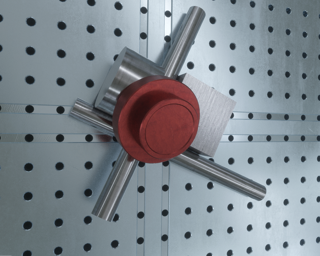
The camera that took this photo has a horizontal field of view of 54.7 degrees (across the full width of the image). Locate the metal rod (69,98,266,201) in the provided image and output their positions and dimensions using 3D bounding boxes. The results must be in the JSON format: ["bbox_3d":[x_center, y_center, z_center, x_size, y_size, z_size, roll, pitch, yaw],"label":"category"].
[{"bbox_3d":[0.024,0.037,0.422,0.302,0.025,0.025,26,81,-19],"label":"metal rod"}]

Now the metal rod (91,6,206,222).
[{"bbox_3d":[-0.007,-0.030,0.390,0.025,0.025,0.300,30,73,-18],"label":"metal rod"}]

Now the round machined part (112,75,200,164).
[{"bbox_3d":[0.002,-0.005,0.335,0.099,0.042,0.097,-10,114,-24],"label":"round machined part"}]

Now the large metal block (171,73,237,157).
[{"bbox_3d":[0.042,-0.016,0.412,0.080,0.050,0.080,27,81,-18],"label":"large metal block"}]

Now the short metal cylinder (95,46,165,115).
[{"bbox_3d":[-0.037,-0.049,0.370,0.050,0.080,0.080,26,81,-19],"label":"short metal cylinder"}]
